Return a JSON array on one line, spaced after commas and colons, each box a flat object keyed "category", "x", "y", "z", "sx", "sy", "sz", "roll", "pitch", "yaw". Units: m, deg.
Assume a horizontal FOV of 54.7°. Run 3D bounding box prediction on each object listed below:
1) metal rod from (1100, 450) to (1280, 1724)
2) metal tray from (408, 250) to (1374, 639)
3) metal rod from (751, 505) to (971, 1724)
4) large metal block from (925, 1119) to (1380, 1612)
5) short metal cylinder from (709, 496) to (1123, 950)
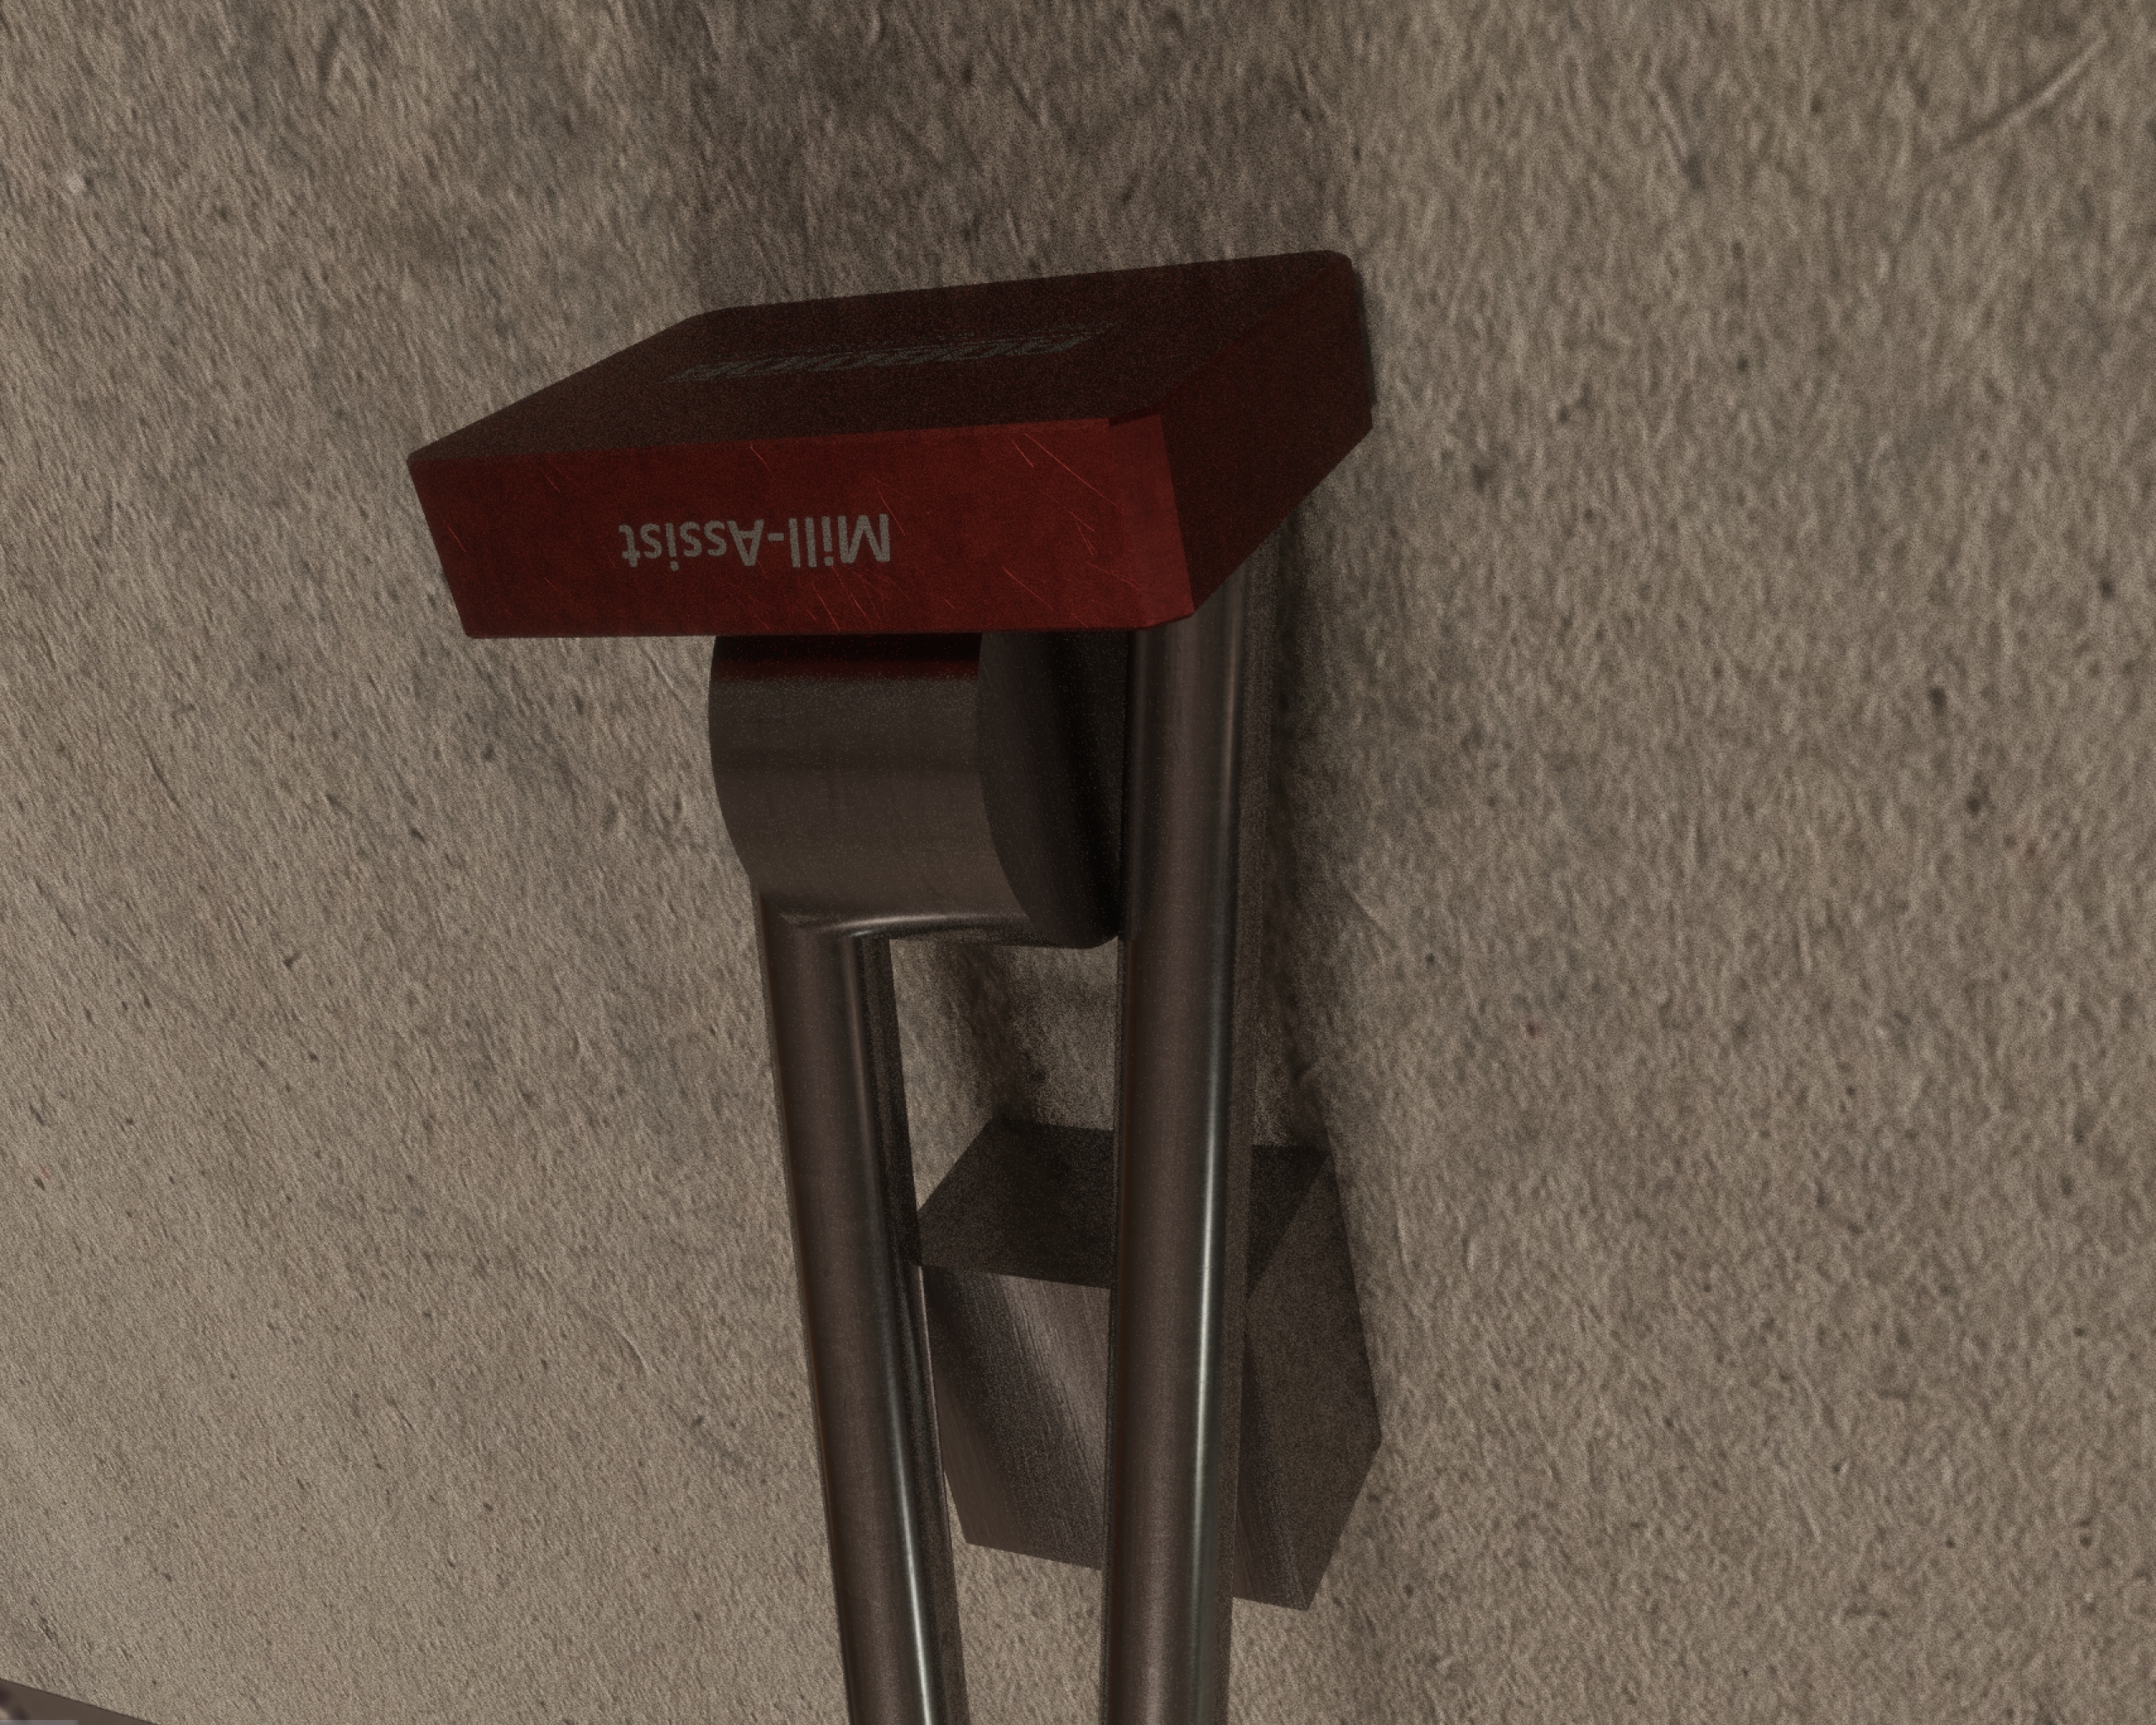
[{"category": "metal rod", "x": 0.019, "y": 0.068, "z": 0.379, "sx": 0.025, "sy": 0.025, "sz": 0.298, "roll": 8, "pitch": 107, "yaw": 23}, {"category": "metal tray", "x": -0.028, "y": -0.068, "z": 0.338, "sx": 0.130, "sy": 0.090, "sz": 0.030, "roll": 2, "pitch": 120, "yaw": 26}, {"category": "metal rod", "x": -0.045, "y": 0.064, "z": 0.411, "sx": 0.025, "sy": 0.025, "sz": 0.298, "roll": 2, "pitch": 104, "yaw": 27}, {"category": "large metal block", "x": 0.014, "y": 0.105, "z": 0.446, "sx": 0.080, "sy": 0.050, "sz": 0.079, "roll": 2, "pitch": 119, "yaw": 27}, {"category": "short metal cylinder", "x": -0.020, "y": -0.026, "z": 0.367, "sx": 0.050, "sy": 0.080, "sz": 0.079, "roll": 2, "pitch": 119, "yaw": 26}]
